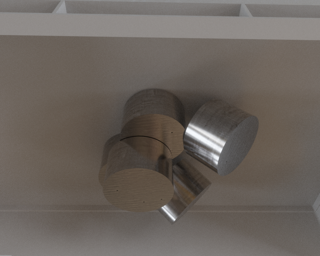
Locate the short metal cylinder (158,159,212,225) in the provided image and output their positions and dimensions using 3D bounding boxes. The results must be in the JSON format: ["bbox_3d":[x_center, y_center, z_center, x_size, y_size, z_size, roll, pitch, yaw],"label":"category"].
[{"bbox_3d":[0.028,0.090,0.439,0.050,0.081,0.079,43,128,17],"label":"short metal cylinder"}]

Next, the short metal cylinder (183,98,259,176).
[{"bbox_3d":[0.074,0.011,0.374,0.081,0.050,0.079,-32,139,-33],"label":"short metal cylinder"}]

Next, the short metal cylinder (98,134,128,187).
[{"bbox_3d":[-0.042,0.053,0.436,0.081,0.050,0.079,0,130,0],"label":"short metal cylinder"}]

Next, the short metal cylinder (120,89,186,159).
[{"bbox_3d":[-0.008,-0.002,0.389,0.081,0.050,0.079,0,130,0],"label":"short metal cylinder"}]

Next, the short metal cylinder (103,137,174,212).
[{"bbox_3d":[-0.024,0.056,0.371,0.081,0.050,0.079,0,130,0],"label":"short metal cylinder"}]
